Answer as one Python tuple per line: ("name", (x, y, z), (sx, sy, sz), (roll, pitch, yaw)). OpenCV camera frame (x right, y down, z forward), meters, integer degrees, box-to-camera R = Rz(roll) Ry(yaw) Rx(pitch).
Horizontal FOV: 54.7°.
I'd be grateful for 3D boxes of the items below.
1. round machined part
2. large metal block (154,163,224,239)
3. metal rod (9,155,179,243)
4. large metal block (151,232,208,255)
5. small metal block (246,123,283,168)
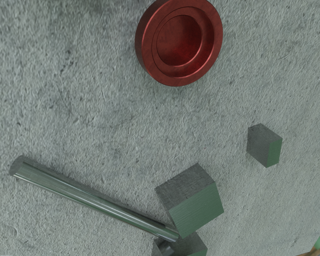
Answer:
("round machined part", (0.018, -0.099, 0.345), (0.099, 0.042, 0.097), (-14, 125, -21))
("large metal block", (0.048, 0.115, 0.490), (0.080, 0.050, 0.080), (-30, 129, -10))
("metal rod", (-0.069, 0.114, 0.440), (0.025, 0.025, 0.301), (-48, 130, 5))
("large metal block", (0.031, 0.236, 0.556), (0.081, 0.050, 0.079), (-7, 122, -25))
("small metal block", (0.168, 0.028, 0.503), (0.025, 0.050, 0.050), (-19, 126, -18))
